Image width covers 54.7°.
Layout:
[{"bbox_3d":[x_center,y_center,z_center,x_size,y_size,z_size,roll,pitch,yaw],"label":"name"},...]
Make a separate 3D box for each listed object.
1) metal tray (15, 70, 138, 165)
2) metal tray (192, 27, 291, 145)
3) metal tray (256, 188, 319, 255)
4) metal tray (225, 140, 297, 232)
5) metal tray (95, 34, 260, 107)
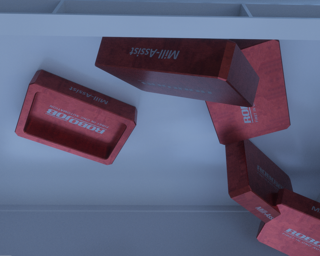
[{"bbox_3d":[-0.106,-0.008,0.396,0.131,0.030,0.089,21,127,-18],"label":"metal tray"},{"bbox_3d":[0.100,-0.043,0.371,0.090,0.030,0.130,-16,129,13],"label":"metal tray"},{"bbox_3d":[0.208,0.143,0.413,0.130,0.030,0.089,22,131,15],"label":"metal tray"},{"bbox_3d":[0.145,0.081,0.435,0.030,0.090,0.130,-32,124,33],"label":"metal tray"},{"bbox_3d":[0.017,-0.053,0.291,0.130,0.030,0.090,12,176,31],"label":"metal tray"}]
